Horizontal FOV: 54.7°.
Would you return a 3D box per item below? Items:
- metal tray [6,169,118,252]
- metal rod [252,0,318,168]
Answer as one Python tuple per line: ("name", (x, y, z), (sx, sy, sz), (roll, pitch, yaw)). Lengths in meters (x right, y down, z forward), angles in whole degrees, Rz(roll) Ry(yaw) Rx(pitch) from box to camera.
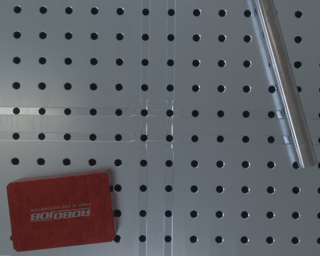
("metal tray", (-0.127, 0.108, 0.410), (0.131, 0.030, 0.089), (-6, 90, 0))
("metal rod", (0.158, -0.094, 0.414), (0.025, 0.025, 0.298), (-15, 90, 0))
